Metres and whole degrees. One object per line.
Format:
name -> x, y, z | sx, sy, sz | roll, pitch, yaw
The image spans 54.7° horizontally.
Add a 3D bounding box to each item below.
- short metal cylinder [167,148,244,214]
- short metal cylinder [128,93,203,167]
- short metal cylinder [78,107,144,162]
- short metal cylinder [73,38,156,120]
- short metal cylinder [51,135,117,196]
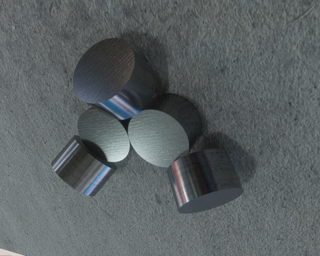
short metal cylinder -> 0.054, 0.066, 0.377 | 0.080, 0.081, 0.050 | -43, 52, 39
short metal cylinder -> 0.007, 0.002, 0.389 | 0.080, 0.050, 0.079 | 13, 124, 21
short metal cylinder -> -0.064, 0.000, 0.425 | 0.080, 0.050, 0.079 | 13, 124, 21
short metal cylinder -> -0.052, -0.055, 0.358 | 0.080, 0.080, 0.050 | 2, 162, 27
short metal cylinder -> -0.110, 0.055, 0.457 | 0.080, 0.080, 0.050 | 39, 89, 1
